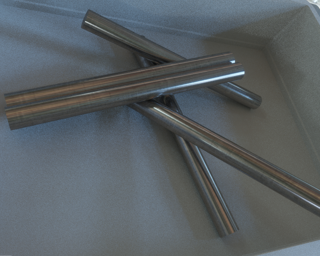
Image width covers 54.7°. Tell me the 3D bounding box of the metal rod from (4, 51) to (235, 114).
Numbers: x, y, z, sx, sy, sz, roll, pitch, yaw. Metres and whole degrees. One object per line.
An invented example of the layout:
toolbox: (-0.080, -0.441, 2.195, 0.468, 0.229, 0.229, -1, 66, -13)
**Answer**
metal rod: (-0.031, -0.062, 0.394, 0.302, 0.025, 0.025, -16, 70, -24)

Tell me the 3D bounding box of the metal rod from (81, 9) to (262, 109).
metal rod: (0.034, -0.089, 0.452, 0.302, 0.025, 0.025, 20, 54, -26)

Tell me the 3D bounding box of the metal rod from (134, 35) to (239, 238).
metal rod: (0.025, -0.002, 0.420, 0.025, 0.025, 0.299, -12, 68, -33)

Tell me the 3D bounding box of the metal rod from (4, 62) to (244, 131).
metal rod: (-0.022, -0.045, 0.377, 0.302, 0.025, 0.025, -15, 70, -24)

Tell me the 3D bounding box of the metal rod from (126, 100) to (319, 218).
metal rod: (0.075, 0.026, 0.355, 0.300, 0.025, 0.025, 30, 47, 22)
